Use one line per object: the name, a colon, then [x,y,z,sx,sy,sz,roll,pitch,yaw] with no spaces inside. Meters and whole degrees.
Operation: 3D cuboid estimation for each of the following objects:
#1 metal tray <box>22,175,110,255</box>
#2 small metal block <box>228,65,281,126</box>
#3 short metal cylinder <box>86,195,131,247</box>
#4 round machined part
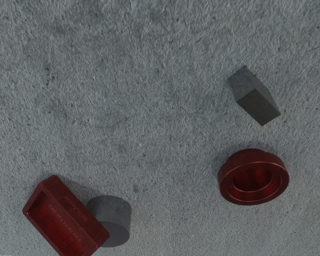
metal tray: [-0.149,0.148,0.483,0.130,0.030,0.090,45,123,7]
small metal block: [0.109,-0.038,0.360,0.050,0.050,0.025,36,121,-27]
short metal cylinder: [-0.090,0.159,0.525,0.081,0.050,0.079,0,130,0]
round machined part: [0.133,0.068,0.456,0.099,0.042,0.097,-1,130,0]
